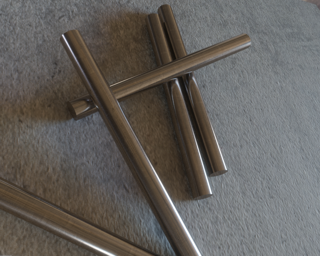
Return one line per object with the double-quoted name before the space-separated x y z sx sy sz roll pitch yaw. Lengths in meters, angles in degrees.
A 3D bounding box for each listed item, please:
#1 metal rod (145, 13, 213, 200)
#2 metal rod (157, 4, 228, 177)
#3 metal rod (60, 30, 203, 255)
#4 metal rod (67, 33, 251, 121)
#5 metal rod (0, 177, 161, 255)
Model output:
"metal rod" 0.021 -0.046 0.444 0.025 0.025 0.299 1 62 -28
"metal rod" 0.043 -0.072 0.472 0.025 0.025 0.299 0 62 -29
"metal rod" -0.032 0.023 0.347 0.025 0.025 0.299 -25 84 -37
"metal rod" 0.017 -0.080 0.431 0.302 0.025 0.025 -27 77 -27
"metal rod" -0.107 0.084 0.295 0.301 0.025 0.025 30 52 -10
